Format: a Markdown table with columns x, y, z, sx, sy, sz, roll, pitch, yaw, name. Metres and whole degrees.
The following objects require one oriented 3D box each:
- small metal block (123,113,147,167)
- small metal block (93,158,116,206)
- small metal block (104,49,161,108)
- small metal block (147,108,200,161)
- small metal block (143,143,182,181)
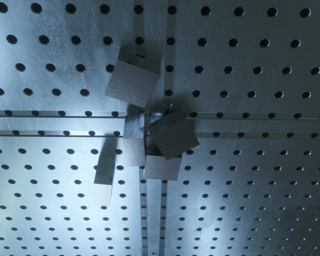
| x | y | z | sx | sy | sz | roll | pitch | yaw | name |
| --- | --- | --- | --- | --- | --- | --- | --- | --- | --- |
| -0.032 | 0.015 | 0.408 | 0.025 | 0.050 | 0.050 | -2 | 130 | 1 | small metal block |
| -0.083 | 0.081 | 0.463 | 0.025 | 0.050 | 0.050 | 7 | 130 | -6 | small metal block |
| -0.032 | -0.057 | 0.363 | 0.050 | 0.025 | 0.050 | 18 | 128 | -15 | small metal block |
| 0.019 | 0.009 | 0.413 | 0.050 | 0.025 | 0.050 | -27 | 126 | 5 | small metal block |
| 0.003 | 0.050 | 0.455 | 0.050 | 0.025 | 0.050 | 5 | 130 | -5 | small metal block |
